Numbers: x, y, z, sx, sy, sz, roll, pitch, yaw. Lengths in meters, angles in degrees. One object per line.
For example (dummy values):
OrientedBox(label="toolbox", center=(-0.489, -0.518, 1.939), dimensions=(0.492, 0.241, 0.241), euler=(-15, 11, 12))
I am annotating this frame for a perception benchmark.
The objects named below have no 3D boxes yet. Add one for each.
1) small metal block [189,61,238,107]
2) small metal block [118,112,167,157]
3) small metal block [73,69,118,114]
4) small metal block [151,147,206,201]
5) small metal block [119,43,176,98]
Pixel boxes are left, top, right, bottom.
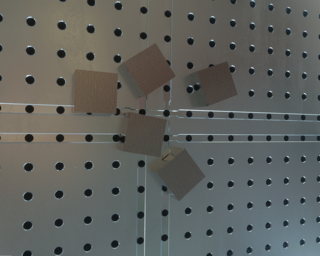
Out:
OrientedBox(label="small metal block", center=(0.076, -0.062, 0.442), dimensions=(0.050, 0.025, 0.050), euler=(-22, 98, -19))
OrientedBox(label="small metal block", center=(-0.023, 0.009, 0.405), dimensions=(0.050, 0.025, 0.050), euler=(11, 86, -20))
OrientedBox(label="small metal block", center=(-0.081, -0.043, 0.383), dimensions=(0.050, 0.025, 0.050), euler=(2, 89, -21))
OrientedBox(label="small metal block", center=(0.025, 0.062, 0.423), dimensions=(0.050, 0.025, 0.050), euler=(-40, 103, -16))
OrientedBox(label="small metal block", center=(-0.016, -0.075, 0.407), dimensions=(0.050, 0.025, 0.050), euler=(-36, 102, -17))
